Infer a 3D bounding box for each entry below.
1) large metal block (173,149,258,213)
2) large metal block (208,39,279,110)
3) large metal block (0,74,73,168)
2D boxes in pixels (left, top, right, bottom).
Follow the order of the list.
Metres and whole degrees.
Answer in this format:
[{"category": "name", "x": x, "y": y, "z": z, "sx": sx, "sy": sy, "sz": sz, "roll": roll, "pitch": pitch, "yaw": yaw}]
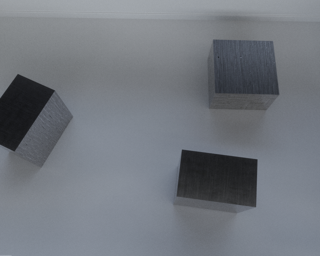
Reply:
[{"category": "large metal block", "x": 0.060, "y": 0.065, "z": 0.358, "sx": 0.080, "sy": 0.080, "sz": 0.050, "roll": 7, "pitch": 70, "yaw": 2}, {"category": "large metal block", "x": 0.110, "y": -0.072, "z": 0.424, "sx": 0.081, "sy": 0.050, "sz": 0.080, "roll": 1, "pitch": 70, "yaw": 0}, {"category": "large metal block", "x": -0.159, "y": -0.006, "z": 0.381, "sx": 0.050, "sy": 0.080, "sz": 0.080, "roll": 24, "pitch": 72, "yaw": 8}]
